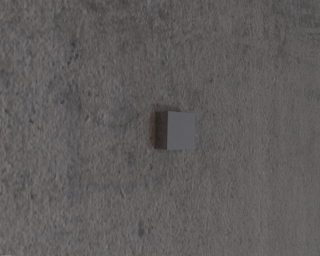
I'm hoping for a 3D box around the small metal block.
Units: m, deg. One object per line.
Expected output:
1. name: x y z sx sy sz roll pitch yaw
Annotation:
1. small metal block: 0.021 0.004 0.421 0.050 0.025 0.050 3 88 -40
